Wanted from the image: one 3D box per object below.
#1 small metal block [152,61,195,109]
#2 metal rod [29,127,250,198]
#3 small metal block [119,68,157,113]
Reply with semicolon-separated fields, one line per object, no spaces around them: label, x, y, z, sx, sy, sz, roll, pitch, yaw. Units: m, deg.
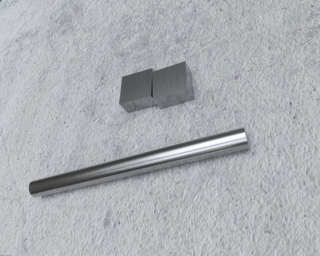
small metal block;0.018;-0.059;0.430;0.050;0.025;0.050;-15;56;19
metal rod;-0.040;0.049;0.393;0.301;0.025;0.025;-15;56;19
small metal block;-0.029;-0.054;0.451;0.050;0.025;0.050;-12;57;21
